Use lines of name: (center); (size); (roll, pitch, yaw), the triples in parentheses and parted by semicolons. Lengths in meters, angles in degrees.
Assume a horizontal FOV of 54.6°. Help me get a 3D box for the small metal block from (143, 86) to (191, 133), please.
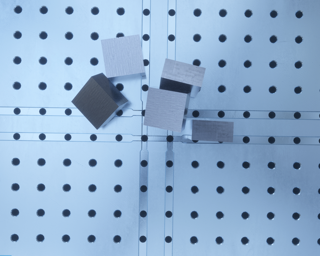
small metal block: (0.009, -0.025, 0.403); (0.050, 0.025, 0.050); (12, 103, 13)

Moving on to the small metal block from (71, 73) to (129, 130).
small metal block: (-0.078, -0.035, 0.402); (0.050, 0.025, 0.050); (48, 121, 0)

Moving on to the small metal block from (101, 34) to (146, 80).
small metal block: (-0.048, -0.093, 0.413); (0.050, 0.025, 0.050); (-9, 90, 0)

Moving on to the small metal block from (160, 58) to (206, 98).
small metal block: (0.027, -0.063, 0.399); (0.050, 0.050, 0.025); (14, 80, 0)

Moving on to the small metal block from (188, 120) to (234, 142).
small metal block: (0.064, 0.003, 0.401); (0.050, 0.050, 0.025); (3, 90, 0)
